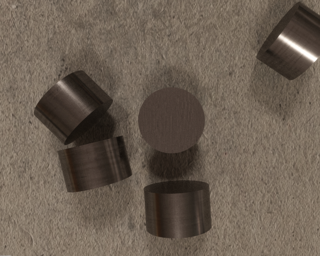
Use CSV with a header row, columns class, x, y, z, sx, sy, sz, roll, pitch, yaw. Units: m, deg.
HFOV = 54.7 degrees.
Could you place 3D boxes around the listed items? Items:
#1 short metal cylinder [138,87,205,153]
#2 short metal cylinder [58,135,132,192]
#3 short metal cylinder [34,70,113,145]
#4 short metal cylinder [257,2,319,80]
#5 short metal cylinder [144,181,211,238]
class,x,y,z,sx,sy,sz,roll,pitch,yaw
short metal cylinder,0.014,-0.009,0.398,0.081,0.050,0.079,0,90,-1
short metal cylinder,-0.079,0.043,0.382,0.080,0.080,0.050,-13,90,0
short metal cylinder,-0.105,-0.025,0.381,0.080,0.080,0.050,-45,90,0
short metal cylinder,0.166,-0.107,0.385,0.050,0.080,0.080,34,90,-1
short metal cylinder,0.022,0.097,0.383,0.081,0.080,0.050,-4,90,-1
